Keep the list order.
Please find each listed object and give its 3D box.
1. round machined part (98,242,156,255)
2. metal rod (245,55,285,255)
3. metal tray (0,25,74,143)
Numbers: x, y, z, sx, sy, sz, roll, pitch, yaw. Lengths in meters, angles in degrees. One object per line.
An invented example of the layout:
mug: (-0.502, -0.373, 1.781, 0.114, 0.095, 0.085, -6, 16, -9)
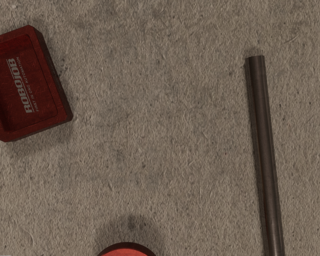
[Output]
round machined part: (-0.043, 0.196, 0.401, 0.099, 0.042, 0.097, 0, 90, -1)
metal rod: (0.141, 0.055, 0.411, 0.025, 0.025, 0.298, -6, 90, -1)
metal tray: (-0.181, -0.056, 0.404, 0.090, 0.030, 0.129, -21, 90, -1)
